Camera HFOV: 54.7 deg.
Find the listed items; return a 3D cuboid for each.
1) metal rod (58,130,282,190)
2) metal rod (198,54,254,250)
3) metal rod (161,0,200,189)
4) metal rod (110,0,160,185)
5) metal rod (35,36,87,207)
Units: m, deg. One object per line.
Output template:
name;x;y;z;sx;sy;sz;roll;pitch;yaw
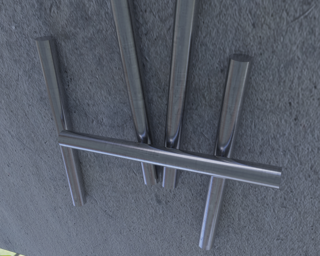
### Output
metal rod;-0.005;0.035;0.397;0.301;0.025;0.025;8;122;23
metal rod;0.077;0.053;0.398;0.025;0.025;0.298;16;125;19
metal rod;0.022;-0.045;0.367;0.025;0.025;0.298;16;125;19
metal rod;-0.030;-0.053;0.390;0.025;0.025;0.298;6;121;25
metal rod;-0.151;0.008;0.491;0.025;0.025;0.298;12;124;21
